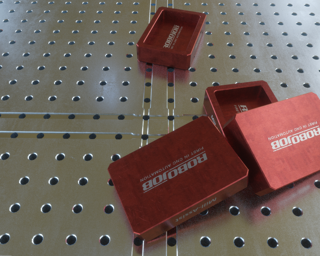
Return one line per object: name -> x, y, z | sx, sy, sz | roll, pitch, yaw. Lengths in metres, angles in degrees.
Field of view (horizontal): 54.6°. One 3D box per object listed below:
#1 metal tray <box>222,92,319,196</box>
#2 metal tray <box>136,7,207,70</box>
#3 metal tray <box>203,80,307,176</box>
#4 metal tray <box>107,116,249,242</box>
metal tray -> 0.150, 0.015, 0.363 | 0.131, 0.030, 0.090 | -16, 71, -23
metal tray -> 0.023, -0.159, 0.538 | 0.090, 0.030, 0.130 | 13, 51, 11
metal tray -> 0.118, -0.005, 0.409 | 0.091, 0.030, 0.130 | -8, 50, -7
metal tray -> 0.018, 0.052, 0.342 | 0.131, 0.030, 0.090 | -27, 54, -5
